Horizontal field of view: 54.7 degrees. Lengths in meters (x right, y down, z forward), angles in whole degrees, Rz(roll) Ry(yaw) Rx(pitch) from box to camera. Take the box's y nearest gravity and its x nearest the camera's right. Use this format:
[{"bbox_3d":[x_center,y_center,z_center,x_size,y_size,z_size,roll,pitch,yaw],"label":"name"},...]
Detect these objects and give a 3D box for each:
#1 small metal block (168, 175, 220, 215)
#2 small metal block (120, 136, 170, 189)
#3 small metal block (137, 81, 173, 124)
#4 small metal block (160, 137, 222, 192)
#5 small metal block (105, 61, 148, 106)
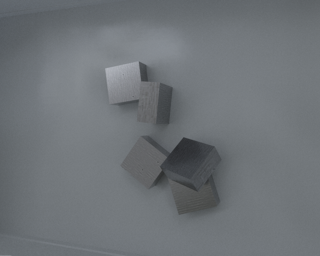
[{"bbox_3d":[0.043,0.078,0.395,0.050,0.025,0.050,-18,84,19],"label":"small metal block"},{"bbox_3d":[-0.016,0.045,0.416,0.050,0.025,0.050,38,102,16],"label":"small metal block"},{"bbox_3d":[-0.006,-0.031,0.399,0.025,0.050,0.050,6,92,20],"label":"small metal block"},{"bbox_3d":[0.037,0.043,0.375,0.050,0.025,0.050,16,58,46],"label":"small metal block"},{"bbox_3d":[-0.044,-0.060,0.426,0.050,0.025,0.050,-8,87,19],"label":"small metal block"}]
